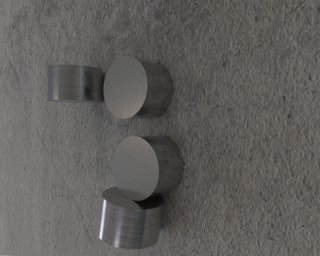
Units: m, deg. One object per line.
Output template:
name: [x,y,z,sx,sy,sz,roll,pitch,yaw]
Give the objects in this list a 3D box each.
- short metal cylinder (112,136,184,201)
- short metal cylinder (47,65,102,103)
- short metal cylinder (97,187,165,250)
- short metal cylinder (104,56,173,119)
short metal cylinder: [-0.016,0.050,0.402,0.080,0.050,0.080,0,90,40]
short metal cylinder: [-0.130,-0.066,0.477,0.080,0.081,0.050,2,92,40]
short metal cylinder: [-0.037,0.113,0.400,0.080,0.081,0.050,14,99,39]
short metal cylinder: [-0.029,-0.052,0.413,0.080,0.050,0.080,0,90,40]
